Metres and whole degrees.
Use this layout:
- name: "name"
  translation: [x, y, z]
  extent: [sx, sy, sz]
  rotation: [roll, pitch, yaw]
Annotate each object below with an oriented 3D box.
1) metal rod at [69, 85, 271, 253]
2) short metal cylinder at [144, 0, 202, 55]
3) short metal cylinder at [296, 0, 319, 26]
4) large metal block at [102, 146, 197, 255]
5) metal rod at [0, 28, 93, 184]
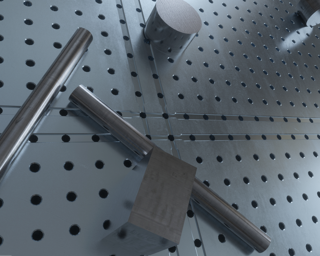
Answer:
- name: "metal rod"
  translation: [0.013, 0.051, 0.383]
  extent: [0.300, 0.025, 0.025]
  rotation: [39, 51, -2]
- name: "short metal cylinder"
  translation: [0.020, -0.166, 0.504]
  extent: [0.081, 0.050, 0.080]
  rotation: [13, 56, -21]
- name: "short metal cylinder"
  translation: [0.386, -0.298, 0.762]
  extent: [0.081, 0.080, 0.050]
  rotation: [-11, 67, -33]
- name: "large metal block"
  translation: [-0.011, 0.078, 0.319]
  extent: [0.050, 0.080, 0.080]
  rotation: [28, 52, -11]
- name: "metal rod"
  translation: [-0.143, -0.014, 0.339]
  extent: [0.025, 0.025, 0.300]
  rotation: [27, 52, -12]
